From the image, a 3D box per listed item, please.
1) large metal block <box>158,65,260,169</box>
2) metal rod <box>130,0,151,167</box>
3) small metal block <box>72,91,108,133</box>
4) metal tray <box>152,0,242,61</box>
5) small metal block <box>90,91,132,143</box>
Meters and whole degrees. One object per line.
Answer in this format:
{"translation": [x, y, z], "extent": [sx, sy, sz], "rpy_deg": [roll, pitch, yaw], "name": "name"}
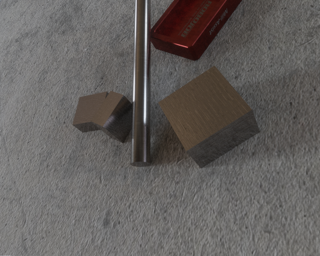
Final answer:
{"translation": [0.056, -0.013, 0.365], "extent": [0.080, 0.050, 0.080], "rpy_deg": [-33, 52, 6], "name": "large metal block"}
{"translation": [-0.026, -0.093, 0.444], "extent": [0.025, 0.025, 0.299], "rpy_deg": [-10, 66, 22], "name": "metal rod"}
{"translation": [-0.099, -0.024, 0.469], "extent": [0.050, 0.025, 0.050], "rpy_deg": [-8, 58, 23], "name": "small metal block"}
{"translation": [0.053, -0.171, 0.476], "extent": [0.090, 0.030, 0.130], "rpy_deg": [28, 76, 37], "name": "metal tray"}
{"translation": [-0.059, -0.015, 0.426], "extent": [0.025, 0.050, 0.050], "rpy_deg": [21, 73, 35], "name": "small metal block"}
